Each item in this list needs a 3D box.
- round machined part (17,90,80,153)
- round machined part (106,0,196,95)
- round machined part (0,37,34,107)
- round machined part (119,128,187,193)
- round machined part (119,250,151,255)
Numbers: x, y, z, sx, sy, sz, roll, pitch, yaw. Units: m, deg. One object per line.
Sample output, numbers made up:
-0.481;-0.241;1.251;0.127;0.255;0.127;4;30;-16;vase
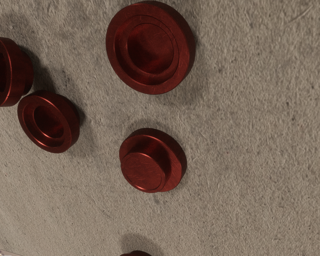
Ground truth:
-0.162;-0.013;0.471;0.098;0.042;0.097;13;124;20;round machined part
-0.007;-0.090;0.343;0.098;0.042;0.097;13;124;20;round machined part
-0.220;-0.079;0.445;0.098;0.042;0.097;5;99;35;round machined part
-0.015;0.052;0.435;0.098;0.042;0.097;13;124;20;round machined part
-0.037;0.270;0.581;0.098;0.042;0.097;13;124;20;round machined part
